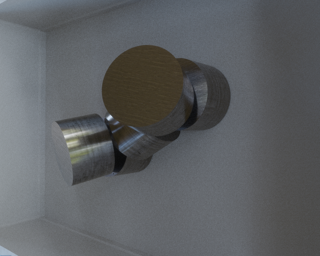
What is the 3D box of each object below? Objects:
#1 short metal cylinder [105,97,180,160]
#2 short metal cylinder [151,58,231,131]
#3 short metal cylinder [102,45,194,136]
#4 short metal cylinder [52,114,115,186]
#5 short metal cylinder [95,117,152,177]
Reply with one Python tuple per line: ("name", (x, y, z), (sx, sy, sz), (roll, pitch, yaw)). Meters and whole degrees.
("short metal cylinder", (-0.021, -0.007, 0.384), (0.050, 0.081, 0.080), (-36, 68, 34))
("short metal cylinder", (0.034, -0.037, 0.359), (0.080, 0.050, 0.079), (0, 90, 39))
("short metal cylinder", (-0.010, -0.035, 0.310), (0.080, 0.050, 0.080), (-4, 77, 17))
("short metal cylinder", (-0.096, 0.026, 0.381), (0.080, 0.050, 0.079), (31, 128, 51))
("short metal cylinder", (-0.055, 0.025, 0.432), (0.080, 0.050, 0.079), (0, 90, 39))
